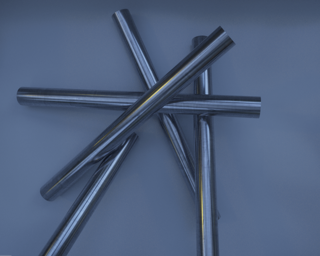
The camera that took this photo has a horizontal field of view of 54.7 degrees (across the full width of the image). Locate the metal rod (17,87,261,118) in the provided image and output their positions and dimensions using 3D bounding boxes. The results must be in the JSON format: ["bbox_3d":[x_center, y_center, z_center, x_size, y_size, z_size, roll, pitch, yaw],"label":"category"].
[{"bbox_3d":[-0.035,-0.033,0.380,0.301,0.025,0.025,4,90,12],"label":"metal rod"}]

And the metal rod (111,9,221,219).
[{"bbox_3d":[0.008,-0.015,0.411,0.025,0.025,0.299,-24,90,0],"label":"metal rod"}]

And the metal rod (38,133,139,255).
[{"bbox_3d":[-0.103,0.119,0.332,0.025,0.025,0.301,31,57,0],"label":"metal rod"}]

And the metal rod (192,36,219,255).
[{"bbox_3d":[0.054,0.028,0.374,0.025,0.025,0.299,0,75,0],"label":"metal rod"}]

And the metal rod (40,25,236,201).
[{"bbox_3d":[-0.040,-0.003,0.362,0.299,0.025,0.025,-40,90,20],"label":"metal rod"}]
